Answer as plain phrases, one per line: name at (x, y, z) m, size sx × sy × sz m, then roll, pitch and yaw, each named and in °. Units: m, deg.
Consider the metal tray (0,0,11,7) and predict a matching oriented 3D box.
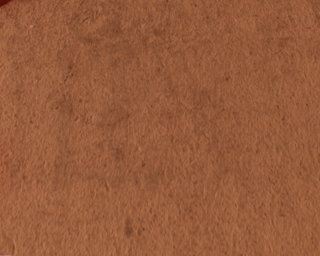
metal tray at (-0.247, -0.254, 0.495) m, size 0.130 × 0.030 × 0.090 m, roll -39°, pitch 75°, yaw -13°
